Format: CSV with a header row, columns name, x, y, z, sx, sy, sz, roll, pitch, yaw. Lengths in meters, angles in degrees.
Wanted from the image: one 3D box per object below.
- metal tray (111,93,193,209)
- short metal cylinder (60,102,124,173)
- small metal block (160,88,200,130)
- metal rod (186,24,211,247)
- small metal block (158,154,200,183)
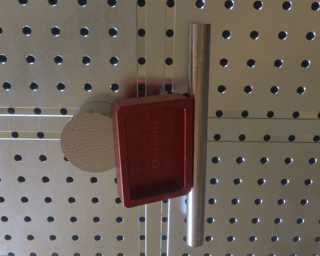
name,x,y,z,sx,sy,sz,roll,pitch,yaw
metal tray,-0.008,0.027,0.378,0.091,0.030,0.129,-9,112,-18
short metal cylinder,-0.081,0.011,0.402,0.081,0.050,0.079,0,110,-1
small metal block,0.031,-0.024,0.405,0.050,0.025,0.050,-14,110,4
metal rod,0.047,0.024,0.396,0.025,0.025,0.298,-1,110,0
small metal block,0.021,0.059,0.434,0.050,0.025,0.050,37,106,-13
